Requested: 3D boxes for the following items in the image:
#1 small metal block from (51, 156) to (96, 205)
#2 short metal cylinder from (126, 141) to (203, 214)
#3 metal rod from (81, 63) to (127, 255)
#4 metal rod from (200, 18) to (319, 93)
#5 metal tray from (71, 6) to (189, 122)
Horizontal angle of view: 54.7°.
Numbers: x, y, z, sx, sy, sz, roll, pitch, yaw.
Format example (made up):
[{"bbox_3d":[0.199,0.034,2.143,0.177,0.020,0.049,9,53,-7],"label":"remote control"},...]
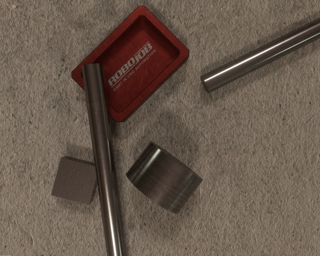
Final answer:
[{"bbox_3d":[-0.109,0.068,0.409,0.050,0.025,0.050,15,90,-1],"label":"small metal block"},{"bbox_3d":[0.006,0.060,0.383,0.080,0.080,0.050,36,90,-1],"label":"short metal cylinder"},{"bbox_3d":[-0.066,0.071,0.391,0.025,0.025,0.298,-6,97,0],"label":"metal rod"},{"bbox_3d":[0.194,-0.124,0.412,0.301,0.025,0.025,-26,90,-1],"label":"metal rod"},{"bbox_3d":[-0.037,-0.081,0.406,0.130,0.030,0.090,-45,91,0],"label":"metal tray"}]
